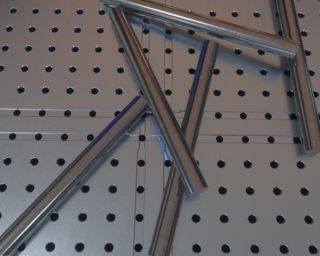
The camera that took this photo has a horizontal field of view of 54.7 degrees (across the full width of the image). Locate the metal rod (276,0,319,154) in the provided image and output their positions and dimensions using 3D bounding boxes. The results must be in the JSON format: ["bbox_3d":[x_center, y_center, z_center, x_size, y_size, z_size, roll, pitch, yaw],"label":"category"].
[{"bbox_3d":[0.198,-0.110,0.454,0.025,0.025,0.299,-1,70,-1],"label":"metal rod"}]

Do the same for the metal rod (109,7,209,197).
[{"bbox_3d":[-0.011,-0.052,0.414,0.025,0.025,0.299,-21,65,-8],"label":"metal rod"}]

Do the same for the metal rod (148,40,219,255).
[{"bbox_3d":[0.037,0.014,0.407,0.025,0.025,0.299,14,70,5],"label":"metal rod"}]

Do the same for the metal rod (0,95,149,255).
[{"bbox_3d":[-0.120,0.072,0.383,0.025,0.025,0.301,39,74,12],"label":"metal rod"}]

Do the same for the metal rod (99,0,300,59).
[{"bbox_3d":[0.050,-0.157,0.458,0.301,0.025,0.025,20,71,11],"label":"metal rod"}]
